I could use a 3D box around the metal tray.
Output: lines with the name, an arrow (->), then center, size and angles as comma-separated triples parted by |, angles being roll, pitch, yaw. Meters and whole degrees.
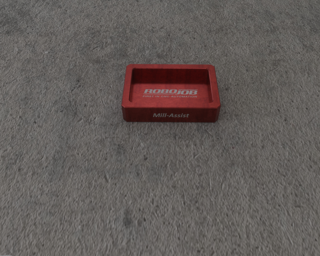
metal tray -> 0.015, -0.051, 0.443 | 0.131, 0.030, 0.090 | 0, 50, 0
